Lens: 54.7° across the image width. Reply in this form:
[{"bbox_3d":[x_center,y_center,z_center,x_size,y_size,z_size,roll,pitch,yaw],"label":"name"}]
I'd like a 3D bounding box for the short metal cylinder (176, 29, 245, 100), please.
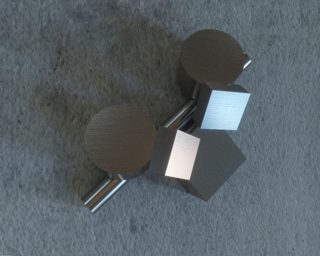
[{"bbox_3d":[0.064,-0.081,0.406,0.081,0.050,0.080,1,72,-4],"label":"short metal cylinder"}]

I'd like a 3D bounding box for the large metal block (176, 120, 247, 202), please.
[{"bbox_3d":[0.054,0.037,0.416,0.080,0.050,0.080,-43,104,-15],"label":"large metal block"}]

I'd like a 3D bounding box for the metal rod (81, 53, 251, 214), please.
[{"bbox_3d":[0.018,-0.003,0.418,0.301,0.025,0.025,-43,104,-15],"label":"metal rod"}]

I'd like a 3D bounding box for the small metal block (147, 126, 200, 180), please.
[{"bbox_3d":[0.017,0.029,0.352,0.050,0.025,0.050,22,82,-51],"label":"small metal block"}]

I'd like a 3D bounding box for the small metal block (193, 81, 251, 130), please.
[{"bbox_3d":[0.073,-0.026,0.372,0.050,0.025,0.050,2,120,-20],"label":"small metal block"}]

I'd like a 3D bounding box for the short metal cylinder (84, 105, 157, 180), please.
[{"bbox_3d":[-0.045,0.019,0.366,0.081,0.050,0.080,1,72,-4],"label":"short metal cylinder"}]
